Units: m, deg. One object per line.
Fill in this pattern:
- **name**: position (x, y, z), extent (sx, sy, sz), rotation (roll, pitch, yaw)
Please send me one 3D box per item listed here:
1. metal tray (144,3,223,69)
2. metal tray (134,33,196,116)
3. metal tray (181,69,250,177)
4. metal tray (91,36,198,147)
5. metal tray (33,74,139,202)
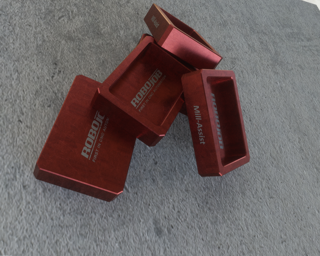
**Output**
- **metal tray**: position (0.030, -0.134, 0.458), extent (0.090, 0.030, 0.130), rotation (24, 25, -26)
- **metal tray**: position (0.019, -0.075, 0.460), extent (0.131, 0.030, 0.090), rotation (24, 53, -14)
- **metal tray**: position (0.076, -0.010, 0.407), extent (0.091, 0.030, 0.129), rotation (-11, 91, -50)
- **metal tray**: position (-0.012, -0.051, 0.389), extent (0.090, 0.030, 0.130), rotation (36, 51, -5)
- **metal tray**: position (-0.075, 0.009, 0.356), extent (0.091, 0.030, 0.130), rotation (22, 53, -15)
